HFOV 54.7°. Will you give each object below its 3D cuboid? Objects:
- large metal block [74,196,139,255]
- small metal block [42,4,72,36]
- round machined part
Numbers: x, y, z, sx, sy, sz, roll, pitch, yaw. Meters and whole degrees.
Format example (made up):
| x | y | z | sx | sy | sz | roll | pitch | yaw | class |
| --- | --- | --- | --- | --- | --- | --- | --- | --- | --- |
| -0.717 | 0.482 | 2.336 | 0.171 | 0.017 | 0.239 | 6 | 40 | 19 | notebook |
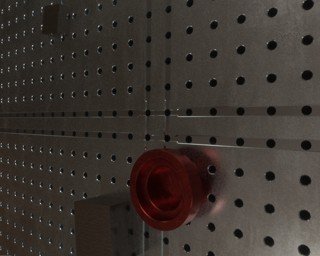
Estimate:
| x | y | z | sx | sy | sz | roll | pitch | yaw | class |
| --- | --- | --- | --- | --- | --- | --- | --- | --- | --- |
| -0.080 | 0.147 | 0.456 | 0.080 | 0.050 | 0.080 | -6 | 87 | 39 | large metal block |
| -0.187 | -0.194 | 0.560 | 0.050 | 0.025 | 0.050 | 12 | 97 | 39 | small metal block |
| 0.011 | 0.074 | 0.387 | 0.098 | 0.042 | 0.097 | 0 | 90 | 39 | round machined part |
